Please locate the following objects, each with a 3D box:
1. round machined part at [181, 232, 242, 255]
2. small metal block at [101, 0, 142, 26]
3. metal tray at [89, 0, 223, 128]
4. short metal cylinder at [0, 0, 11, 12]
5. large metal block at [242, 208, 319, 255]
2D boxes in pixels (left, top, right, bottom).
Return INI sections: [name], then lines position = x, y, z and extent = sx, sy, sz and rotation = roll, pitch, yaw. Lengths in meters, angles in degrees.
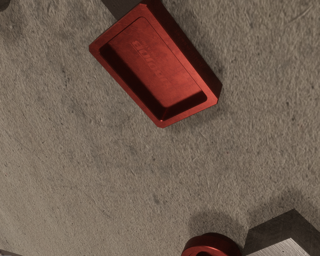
[round machined part]
position = 0.085, 0.200, 0.474
extent = 0.098, 0.042, 0.097
rotation = 13, 124, 20
[small metal block]
position = -0.037, -0.149, 0.333
extent = 0.050, 0.025, 0.050
rotation = -33, 100, 38
[metal tray]
position = -0.003, -0.067, 0.346
extent = 0.090, 0.030, 0.130
rotation = -25, 117, 36
[short metal cylinder]
position = -0.244, -0.187, 0.401
extent = 0.080, 0.050, 0.079
rotation = 13, 124, 20
[large metal block]
position = 0.169, 0.164, 0.403
extent = 0.080, 0.050, 0.080
rotation = 43, 129, -2
